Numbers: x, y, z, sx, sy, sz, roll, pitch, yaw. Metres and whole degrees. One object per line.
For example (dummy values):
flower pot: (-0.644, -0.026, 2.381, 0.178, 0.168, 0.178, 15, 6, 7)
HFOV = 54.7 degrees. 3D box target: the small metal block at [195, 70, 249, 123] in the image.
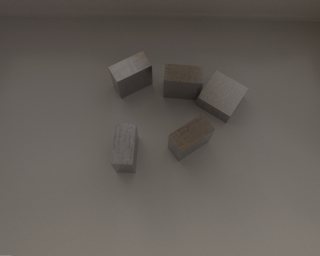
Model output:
small metal block: (0.085, -0.043, 0.426, 0.050, 0.025, 0.050, 33, 73, 11)

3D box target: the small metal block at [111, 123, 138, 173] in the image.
small metal block: (-0.043, 0.026, 0.386, 0.025, 0.050, 0.050, 3, 70, 1)

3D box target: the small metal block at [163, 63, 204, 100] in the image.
small metal block: (0.031, -0.061, 0.419, 0.050, 0.050, 0.025, 5, 70, 1)

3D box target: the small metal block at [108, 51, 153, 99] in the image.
small metal block: (-0.039, -0.071, 0.422, 0.050, 0.050, 0.025, -28, 73, -10)

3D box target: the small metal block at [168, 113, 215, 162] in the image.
small metal block: (0.038, 0.013, 0.392, 0.050, 0.050, 0.025, -32, 74, -11)
